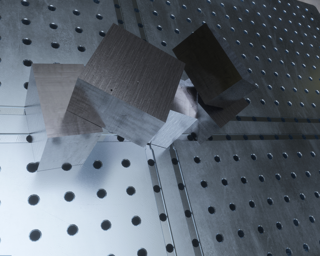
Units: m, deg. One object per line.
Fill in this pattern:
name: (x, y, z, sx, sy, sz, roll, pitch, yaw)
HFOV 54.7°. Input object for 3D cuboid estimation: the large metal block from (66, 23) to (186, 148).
large metal block: (-0.030, -0.041, 0.298, 0.080, 0.050, 0.080, 27, 52, -11)

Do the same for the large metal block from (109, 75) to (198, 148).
large metal block: (-0.009, -0.024, 0.383, 0.081, 0.080, 0.050, 17, 55, -19)

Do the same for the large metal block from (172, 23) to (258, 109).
large metal block: (0.071, -0.074, 0.389, 0.080, 0.050, 0.080, 1, 57, -61)

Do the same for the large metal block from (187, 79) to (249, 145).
large metal block: (0.069, -0.036, 0.453, 0.081, 0.050, 0.080, -35, 81, -39)

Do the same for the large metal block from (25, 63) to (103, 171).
large metal block: (-0.104, -0.010, 0.323, 0.050, 0.080, 0.080, -6, 65, -31)
